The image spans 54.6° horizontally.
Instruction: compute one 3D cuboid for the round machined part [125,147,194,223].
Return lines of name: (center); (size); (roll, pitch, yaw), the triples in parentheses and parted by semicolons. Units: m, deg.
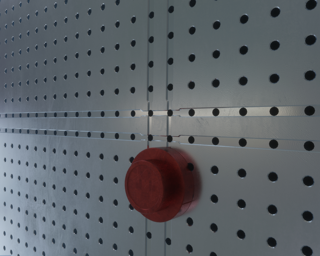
round machined part: (-0.008, 0.075, 0.406); (0.098, 0.042, 0.097); (0, 90, 40)
